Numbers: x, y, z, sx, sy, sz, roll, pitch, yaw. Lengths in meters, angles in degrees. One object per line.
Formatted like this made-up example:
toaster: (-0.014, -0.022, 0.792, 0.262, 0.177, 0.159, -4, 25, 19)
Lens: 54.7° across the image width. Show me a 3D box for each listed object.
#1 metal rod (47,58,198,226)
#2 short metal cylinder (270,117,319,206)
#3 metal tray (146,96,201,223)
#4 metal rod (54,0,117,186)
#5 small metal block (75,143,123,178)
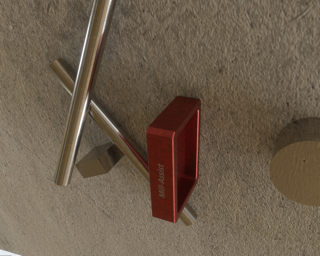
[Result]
metal rod: (-0.049, 0.025, 0.446, 0.025, 0.025, 0.300, -34, 100, 38)
short metal cylinder: (0.161, 0.035, 0.327, 0.080, 0.050, 0.079, 13, 124, 20)
metal tray: (0.020, 0.037, 0.376, 0.030, 0.090, 0.129, 11, 123, 22)
metal rod: (-0.101, -0.042, 0.403, 0.025, 0.025, 0.298, 27, 119, 10)
small metal block: (-0.089, 0.047, 0.465, 0.050, 0.050, 0.025, -16, 110, 34)
